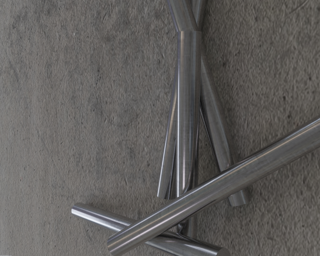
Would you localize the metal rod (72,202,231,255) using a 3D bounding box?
[{"bbox_3d":[-0.039,0.132,0.405,0.299,0.025,0.025,-3,88,49],"label":"metal rod"}]

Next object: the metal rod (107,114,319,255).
[{"bbox_3d":[0.062,0.059,0.312,0.300,0.025,0.025,-35,68,20],"label":"metal rod"}]

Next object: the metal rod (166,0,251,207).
[{"bbox_3d":[0.044,-0.062,0.345,0.025,0.025,0.299,-20,85,38],"label":"metal rod"}]

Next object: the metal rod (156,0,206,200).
[{"bbox_3d":[0.029,-0.059,0.380,0.025,0.025,0.298,14,99,39],"label":"metal rod"}]

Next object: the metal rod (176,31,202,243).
[{"bbox_3d":[0.030,0.048,0.347,0.025,0.025,0.298,10,107,39],"label":"metal rod"}]
